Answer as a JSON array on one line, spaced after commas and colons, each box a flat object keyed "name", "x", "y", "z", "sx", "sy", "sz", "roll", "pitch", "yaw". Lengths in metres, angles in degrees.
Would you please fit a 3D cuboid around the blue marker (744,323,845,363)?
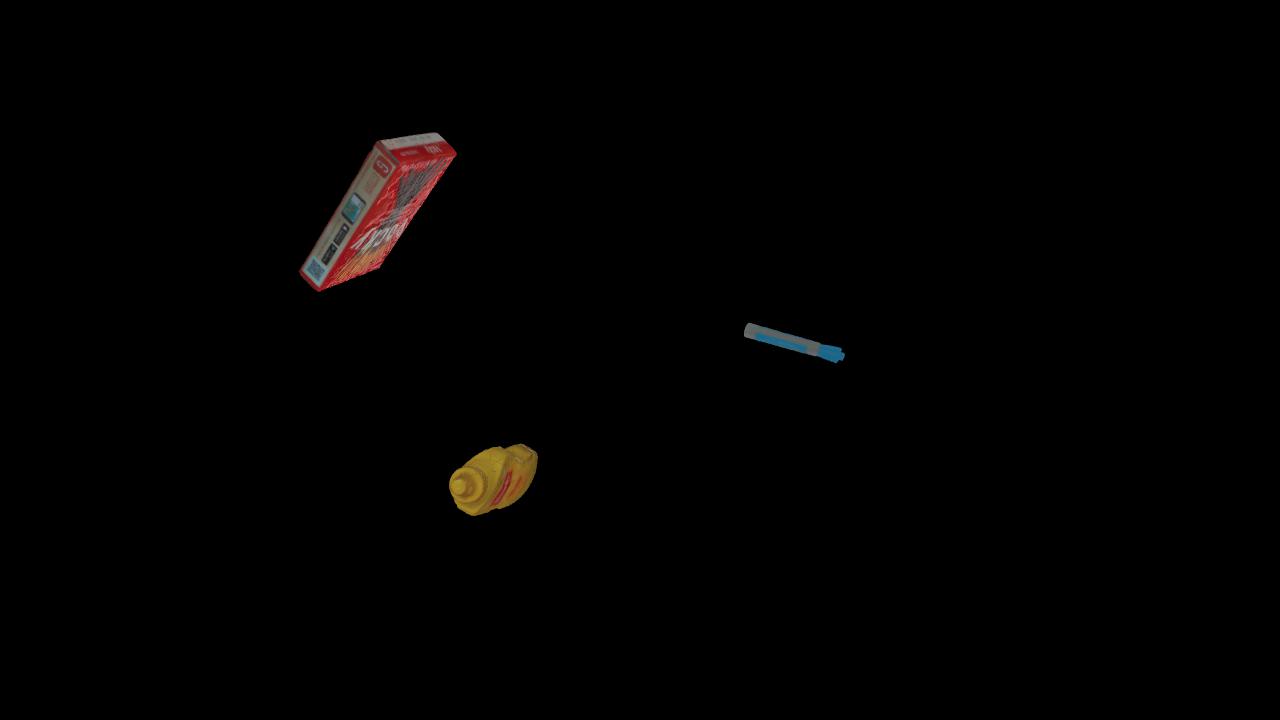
[{"name": "blue marker", "x": 0.184, "y": -0.020, "z": 0.737, "sx": 0.121, "sy": 0.020, "sz": 0.020, "roll": 18, "pitch": 8, "yaw": 26}]

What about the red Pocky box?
[{"name": "red Pocky box", "x": -0.225, "y": -0.126, "z": 0.528, "sx": 0.155, "sy": 0.028, "sz": 0.083, "roll": -42, "pitch": 7, "yaw": 29}]

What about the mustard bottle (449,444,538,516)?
[{"name": "mustard bottle", "x": -0.189, "y": 0.151, "z": 0.771, "sx": 0.054, "sy": 0.092, "sz": 0.184, "roll": 36, "pitch": 0, "yaw": 11}]
